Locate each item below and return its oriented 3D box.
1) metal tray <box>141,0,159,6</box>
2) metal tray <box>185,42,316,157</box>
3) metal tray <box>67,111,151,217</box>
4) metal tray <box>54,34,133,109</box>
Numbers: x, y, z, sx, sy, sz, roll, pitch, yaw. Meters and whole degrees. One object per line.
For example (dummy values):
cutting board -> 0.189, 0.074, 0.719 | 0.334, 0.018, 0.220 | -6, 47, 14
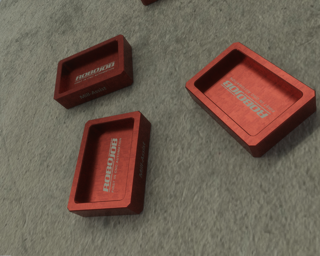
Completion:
metal tray -> 0.020, -0.286, 0.563 | 0.130, 0.030, 0.090 | -18, 55, 17
metal tray -> 0.103, -0.039, 0.369 | 0.090, 0.030, 0.130 | -40, 51, 0
metal tray -> -0.063, 0.046, 0.403 | 0.090, 0.030, 0.130 | -9, 58, 22
metal tray -> -0.110, -0.093, 0.512 | 0.130, 0.030, 0.090 | -18, 55, 17
